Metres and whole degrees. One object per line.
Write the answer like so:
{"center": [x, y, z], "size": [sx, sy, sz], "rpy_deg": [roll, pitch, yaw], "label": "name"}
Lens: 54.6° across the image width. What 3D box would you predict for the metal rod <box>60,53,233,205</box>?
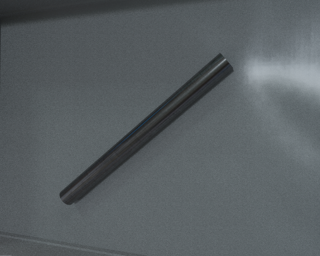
{"center": [-0.028, 0.010, 0.420], "size": [0.299, 0.025, 0.025], "rpy_deg": [-40, 77, 15], "label": "metal rod"}
